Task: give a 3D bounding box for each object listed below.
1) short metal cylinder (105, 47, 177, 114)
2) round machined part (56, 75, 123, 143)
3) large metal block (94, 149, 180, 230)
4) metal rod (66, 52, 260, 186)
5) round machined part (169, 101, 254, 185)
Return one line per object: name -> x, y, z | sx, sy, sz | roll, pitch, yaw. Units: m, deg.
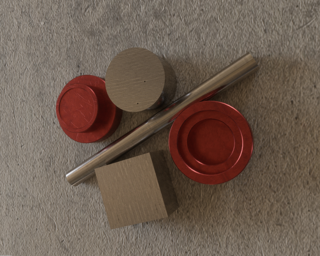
short metal cylinder -> -0.023, -0.060, 0.405 | 0.080, 0.050, 0.079 | 0, 90, 20
round machined part -> -0.106, -0.027, 0.438 | 0.098, 0.042, 0.097 | 0, 90, 20
large metal block -> -0.029, 0.079, 0.408 | 0.080, 0.050, 0.080 | -18, 84, 19
metal rod -> -0.008, -0.003, 0.414 | 0.300, 0.025, 0.025 | -33, 80, 16
round machined part -> 0.064, 0.017, 0.378 | 0.098, 0.042, 0.097 | 0, 90, 20
